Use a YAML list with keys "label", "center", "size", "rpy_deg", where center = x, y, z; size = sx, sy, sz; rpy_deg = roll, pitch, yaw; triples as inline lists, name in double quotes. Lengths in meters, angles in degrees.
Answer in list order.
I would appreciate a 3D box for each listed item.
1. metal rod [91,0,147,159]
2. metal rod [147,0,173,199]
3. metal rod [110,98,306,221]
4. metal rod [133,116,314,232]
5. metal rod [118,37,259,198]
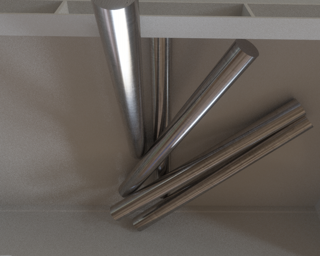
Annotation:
- label: "metal rod"
  center: [-0.027, -0.019, 0.299]
  size: [0.025, 0.025, 0.299]
  rpy_deg: [1, 160, -1]
- label: "metal rod"
  center: [0.002, -0.011, 0.399]
  size: [0.025, 0.025, 0.298]
  rpy_deg: [-1, 130, 0]
- label: "metal rod"
  center: [0.054, 0.051, 0.428]
  size: [0.300, 0.025, 0.025]
  rpy_deg: [-33, 123, 15]
- label: "metal rod"
  center: [0.078, 0.072, 0.451]
  size: [0.299, 0.025, 0.025]
  rpy_deg: [-36, 122, 20]
- label: "metal rod"
  center: [0.012, 0.013, 0.379]
  size: [0.025, 0.025, 0.298]
  rpy_deg: [21, 137, -17]
